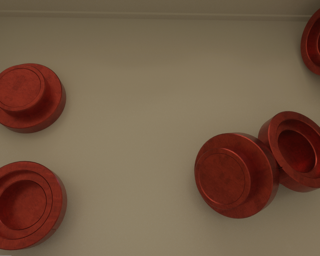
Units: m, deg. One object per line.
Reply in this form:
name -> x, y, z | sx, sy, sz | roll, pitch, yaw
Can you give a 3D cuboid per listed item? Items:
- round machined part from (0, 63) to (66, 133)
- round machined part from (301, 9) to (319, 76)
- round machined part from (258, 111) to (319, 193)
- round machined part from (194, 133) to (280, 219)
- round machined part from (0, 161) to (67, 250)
round machined part -> -0.181, -0.045, 0.415 | 0.099, 0.042, 0.098 | 0, 70, -1
round machined part -> 0.246, -0.119, 0.421 | 0.042, 0.098, 0.098 | -1, 69, -22
round machined part -> 0.161, 0.032, 0.379 | 0.099, 0.042, 0.098 | 11, 60, -18
round machined part -> 0.079, 0.055, 0.352 | 0.098, 0.042, 0.097 | 2, 93, 40
round machined part -> -0.159, 0.091, 0.365 | 0.099, 0.042, 0.098 | 0, 70, -1
